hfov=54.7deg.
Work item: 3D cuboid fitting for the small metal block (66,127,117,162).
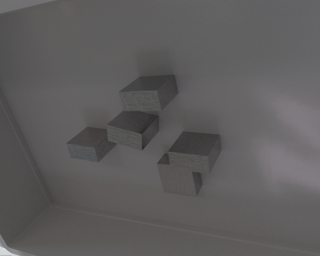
[{"bbox_3d":[-0.100,0.023,0.460,0.050,0.050,0.025,6,121,25],"label":"small metal block"}]

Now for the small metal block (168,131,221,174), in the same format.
[{"bbox_3d":[0.044,0.029,0.387,0.050,0.050,0.025,5,121,26],"label":"small metal block"}]

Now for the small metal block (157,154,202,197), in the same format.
[{"bbox_3d":[0.028,0.065,0.434,0.050,0.025,0.050,2,119,27],"label":"small metal block"}]

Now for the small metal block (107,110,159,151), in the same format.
[{"bbox_3d":[-0.035,0.000,0.411,0.050,0.050,0.025,15,124,20],"label":"small metal block"}]

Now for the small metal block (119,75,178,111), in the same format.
[{"bbox_3d":[-0.012,-0.042,0.373,0.050,0.050,0.025,1,119,28],"label":"small metal block"}]
